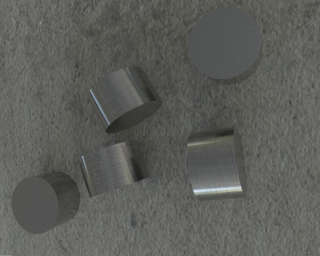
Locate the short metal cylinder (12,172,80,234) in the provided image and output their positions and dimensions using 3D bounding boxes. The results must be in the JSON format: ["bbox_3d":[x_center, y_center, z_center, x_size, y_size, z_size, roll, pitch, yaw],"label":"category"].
[{"bbox_3d":[-0.165,0.107,0.452,0.080,0.050,0.079,0,90,19],"label":"short metal cylinder"}]

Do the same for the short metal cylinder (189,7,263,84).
[{"bbox_3d":[0.079,-0.094,0.367,0.080,0.050,0.079,0,90,19],"label":"short metal cylinder"}]

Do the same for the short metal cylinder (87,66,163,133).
[{"bbox_3d":[-0.044,-0.035,0.394,0.080,0.080,0.050,-33,80,17],"label":"short metal cylinder"}]

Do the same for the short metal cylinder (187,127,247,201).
[{"bbox_3d":[0.067,0.041,0.356,0.050,0.080,0.080,-9,87,19],"label":"short metal cylinder"}]

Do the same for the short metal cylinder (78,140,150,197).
[{"bbox_3d":[-0.059,0.052,0.399,0.080,0.080,0.050,-21,83,18],"label":"short metal cylinder"}]
